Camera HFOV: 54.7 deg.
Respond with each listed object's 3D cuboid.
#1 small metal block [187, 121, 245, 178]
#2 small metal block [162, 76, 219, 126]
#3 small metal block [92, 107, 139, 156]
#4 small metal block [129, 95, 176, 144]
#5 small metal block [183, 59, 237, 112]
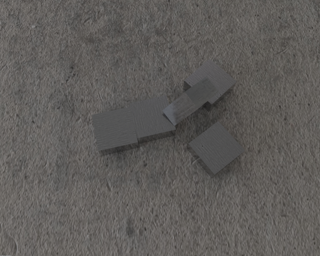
[{"bbox_3d":[0.071,0.028,0.398,0.050,0.025,0.050,-36,74,-12],"label":"small metal block"},{"bbox_3d":[0.039,-0.034,0.393,0.025,0.050,0.050,52,49,0],"label":"small metal block"},{"bbox_3d":[-0.058,0.005,0.406,0.050,0.025,0.050,-13,71,-5],"label":"small metal block"},{"bbox_3d":[-0.010,-0.011,0.412,0.050,0.025,0.050,-13,71,-5],"label":"small metal block"},{"bbox_3d":[0.068,-0.059,0.430,0.050,0.025,0.050,-42,75,-14],"label":"small metal block"}]
